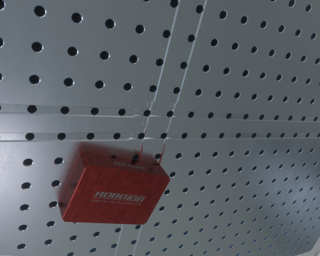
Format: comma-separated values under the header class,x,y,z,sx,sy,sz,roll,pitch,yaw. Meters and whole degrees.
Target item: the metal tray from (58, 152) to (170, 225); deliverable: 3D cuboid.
class,x,y,z,sx,sy,sz,roll,pitch,yaw
metal tray,-0.061,0.088,0.430,0.131,0.030,0.089,15,111,-35
